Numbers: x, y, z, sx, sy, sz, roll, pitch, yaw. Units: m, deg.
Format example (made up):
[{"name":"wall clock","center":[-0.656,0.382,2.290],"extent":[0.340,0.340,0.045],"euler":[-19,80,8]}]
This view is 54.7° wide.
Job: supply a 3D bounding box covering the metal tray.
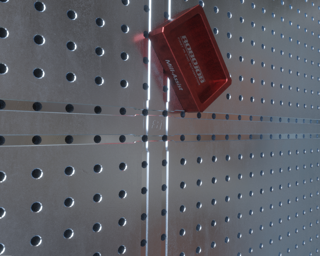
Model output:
[{"name":"metal tray","center":[0.048,-0.098,0.448],"extent":[0.090,0.030,0.130],"euler":[-43,116,-32]}]
